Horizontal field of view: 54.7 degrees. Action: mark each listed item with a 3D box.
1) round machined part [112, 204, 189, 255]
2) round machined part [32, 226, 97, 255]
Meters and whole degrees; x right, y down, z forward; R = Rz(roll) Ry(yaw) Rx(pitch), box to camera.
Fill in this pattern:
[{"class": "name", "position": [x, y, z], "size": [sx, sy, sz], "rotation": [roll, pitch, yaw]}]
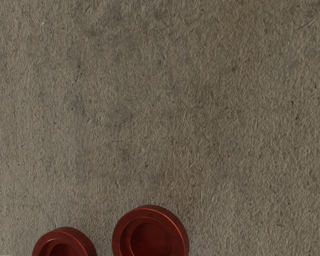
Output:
[{"class": "round machined part", "position": [-0.009, 0.148, 0.403], "size": [0.098, 0.042, 0.097], "rotation": [0, 90, 20]}, {"class": "round machined part", "position": [-0.131, 0.191, 0.446], "size": [0.098, 0.042, 0.097], "rotation": [0, 90, 20]}]
